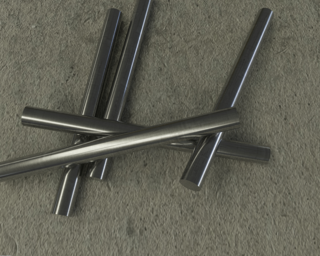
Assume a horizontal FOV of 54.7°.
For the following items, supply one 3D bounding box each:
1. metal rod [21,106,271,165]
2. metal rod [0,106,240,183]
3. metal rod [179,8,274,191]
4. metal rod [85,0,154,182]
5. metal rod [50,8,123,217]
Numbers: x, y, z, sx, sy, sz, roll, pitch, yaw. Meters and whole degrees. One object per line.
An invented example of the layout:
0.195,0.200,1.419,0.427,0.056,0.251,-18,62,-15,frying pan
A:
-0.013,0.010,0.384,0.302,0.025,0.025,9,70,-5,metal rod
-0.060,0.022,0.361,0.301,0.025,0.025,-13,70,7,metal rod
0.097,-0.055,0.404,0.025,0.025,0.300,24,63,8,metal rod
-0.050,-0.074,0.434,0.025,0.025,0.299,11,70,4,metal rod
-0.093,-0.035,0.419,0.025,0.025,0.299,9,70,3,metal rod
